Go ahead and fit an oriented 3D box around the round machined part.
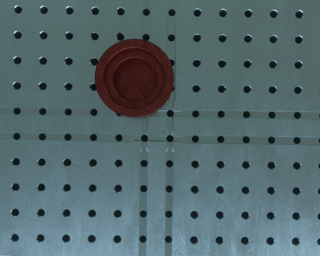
[{"bbox_3d":[-0.032,-0.062,0.405,0.099,0.042,0.097,0,90,0],"label":"round machined part"}]
